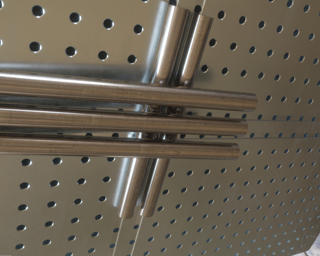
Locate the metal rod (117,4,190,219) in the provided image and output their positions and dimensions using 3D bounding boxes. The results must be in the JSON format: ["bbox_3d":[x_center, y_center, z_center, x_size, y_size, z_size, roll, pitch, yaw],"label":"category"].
[{"bbox_3d":[-0.016,-0.003,0.402,0.025,0.025,0.298,1,118,-29],"label":"metal rod"}]

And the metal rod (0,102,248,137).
[{"bbox_3d":[-0.029,-0.007,0.365,0.303,0.025,0.025,3,117,-21],"label":"metal rod"}]

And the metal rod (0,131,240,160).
[{"bbox_3d":[-0.036,0.024,0.381,0.303,0.025,0.025,4,117,-21],"label":"metal rod"}]

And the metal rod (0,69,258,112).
[{"bbox_3d":[-0.022,-0.039,0.350,0.303,0.025,0.025,2,118,-21],"label":"metal rod"}]

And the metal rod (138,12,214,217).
[{"bbox_3d":[0.014,0.000,0.421,0.025,0.025,0.298,1,118,-29],"label":"metal rod"}]
